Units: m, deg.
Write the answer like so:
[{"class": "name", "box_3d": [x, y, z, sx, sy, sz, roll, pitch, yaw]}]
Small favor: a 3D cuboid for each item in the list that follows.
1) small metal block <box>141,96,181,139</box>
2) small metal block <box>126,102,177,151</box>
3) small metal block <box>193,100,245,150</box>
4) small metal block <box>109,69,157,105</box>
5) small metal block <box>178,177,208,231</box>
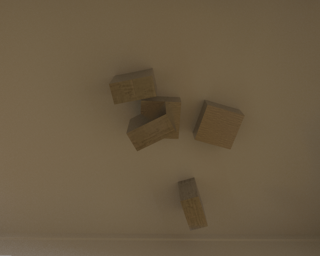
[{"class": "small metal block", "box_3d": [0.000, -0.014, 0.406, 0.050, 0.025, 0.050, 3, 110, -2]}, {"class": "small metal block", "box_3d": [-0.010, -0.003, 0.370, 0.050, 0.050, 0.025, -26, 108, 9]}, {"class": "small metal block", "box_3d": [0.077, -0.005, 0.411, 0.050, 0.025, 0.050, 16, 109, -6]}, {"class": "small metal block", "box_3d": [-0.031, -0.052, 0.378, 0.050, 0.050, 0.025, -11, 110, 3]}, {"class": "small metal block", "box_3d": [0.046, 0.106, 0.438, 0.025, 0.050, 0.050, -16, 110, 6]}]
